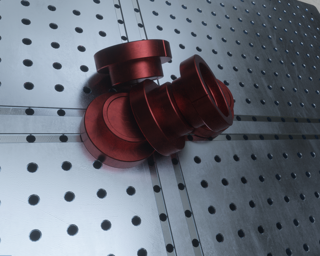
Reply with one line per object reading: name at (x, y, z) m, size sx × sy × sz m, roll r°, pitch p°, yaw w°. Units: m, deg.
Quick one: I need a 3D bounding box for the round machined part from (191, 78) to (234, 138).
round machined part at (0.070, -0.038, 0.460) m, size 0.099 × 0.042 × 0.098 m, roll 14°, pitch 56°, yaw -21°

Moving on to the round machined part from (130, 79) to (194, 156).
round machined part at (0.008, -0.018, 0.384) m, size 0.098 × 0.042 × 0.098 m, roll 53°, pitch 21°, yaw -30°

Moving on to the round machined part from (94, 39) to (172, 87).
round machined part at (-0.032, -0.080, 0.401) m, size 0.099 × 0.098 × 0.042 m, roll -13°, pitch 95°, yaw -34°

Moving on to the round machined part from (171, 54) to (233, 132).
round machined part at (0.050, -0.039, 0.388) m, size 0.098 × 0.042 × 0.098 m, roll 47°, pitch 27°, yaw -34°

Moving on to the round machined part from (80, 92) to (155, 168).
round machined part at (-0.043, -0.004, 0.378) m, size 0.099 × 0.042 × 0.098 m, roll 14°, pitch 56°, yaw -21°
